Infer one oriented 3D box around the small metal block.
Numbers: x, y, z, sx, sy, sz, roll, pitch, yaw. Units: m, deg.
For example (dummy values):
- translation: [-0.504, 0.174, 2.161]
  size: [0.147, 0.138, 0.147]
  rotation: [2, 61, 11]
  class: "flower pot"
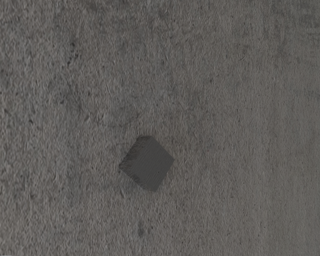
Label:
- translation: [-0.016, 0.044, 0.391]
  size: [0.050, 0.025, 0.050]
  rotation: [48, 62, -30]
  class: "small metal block"
